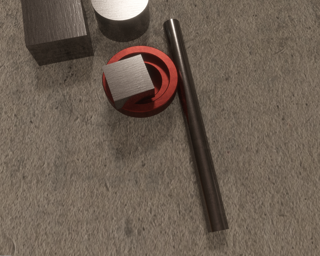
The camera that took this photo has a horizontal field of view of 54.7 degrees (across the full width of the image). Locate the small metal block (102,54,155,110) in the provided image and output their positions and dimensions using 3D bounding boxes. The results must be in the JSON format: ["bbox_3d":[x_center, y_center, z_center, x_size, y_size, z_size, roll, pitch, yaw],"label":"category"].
[{"bbox_3d":[-0.039,-0.057,0.384,0.050,0.025,0.050,-19,71,-7],"label":"small metal block"}]

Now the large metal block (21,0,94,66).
[{"bbox_3d":[-0.146,-0.144,0.446,0.081,0.050,0.080,-12,71,-5],"label":"large metal block"}]

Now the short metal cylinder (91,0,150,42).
[{"bbox_3d":[-0.056,-0.176,0.458,0.081,0.050,0.080,0,70,0],"label":"short metal cylinder"}]

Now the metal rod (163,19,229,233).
[{"bbox_3d":[0.043,-0.017,0.414,0.025,0.025,0.299,-9,70,-4],"label":"metal rod"}]

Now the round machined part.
[{"bbox_3d":[-0.026,-0.059,0.420,0.099,0.042,0.098,0,70,-1],"label":"round machined part"}]
